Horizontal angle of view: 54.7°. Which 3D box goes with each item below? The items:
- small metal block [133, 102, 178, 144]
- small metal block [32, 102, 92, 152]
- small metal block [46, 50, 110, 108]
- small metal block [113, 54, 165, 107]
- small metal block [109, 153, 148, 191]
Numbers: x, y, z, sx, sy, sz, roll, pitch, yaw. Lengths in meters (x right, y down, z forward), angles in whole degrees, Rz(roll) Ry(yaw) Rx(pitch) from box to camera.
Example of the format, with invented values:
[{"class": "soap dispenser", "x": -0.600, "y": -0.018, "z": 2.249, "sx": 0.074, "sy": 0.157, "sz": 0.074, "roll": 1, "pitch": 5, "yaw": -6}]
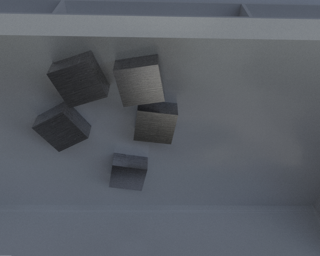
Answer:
[{"class": "small metal block", "x": -0.006, "y": -0.008, "z": 0.403, "sx": 0.050, "sy": 0.025, "sz": 0.050, "roll": 6, "pitch": 130, "yaw": -6}, {"class": "small metal block", "x": -0.128, "y": -0.001, "z": 0.406, "sx": 0.050, "sy": 0.025, "sz": 0.050, "roll": -24, "pitch": 127, "yaw": 19}, {"class": "small metal block", "x": -0.093, "y": -0.056, "z": 0.360, "sx": 0.050, "sy": 0.025, "sz": 0.050, "roll": -15, "pitch": 129, "yaw": 12}, {"class": "small metal block", "x": -0.023, "y": -0.055, "z": 0.362, "sx": 0.050, "sy": 0.025, "sz": 0.050, "roll": -7, "pitch": 130, "yaw": 5}, {"class": "small metal block", "x": -0.048, "y": 0.067, "z": 0.465, "sx": 0.050, "sy": 0.025, "sz": 0.050, "roll": 9, "pitch": 130, "yaw": -8}]
